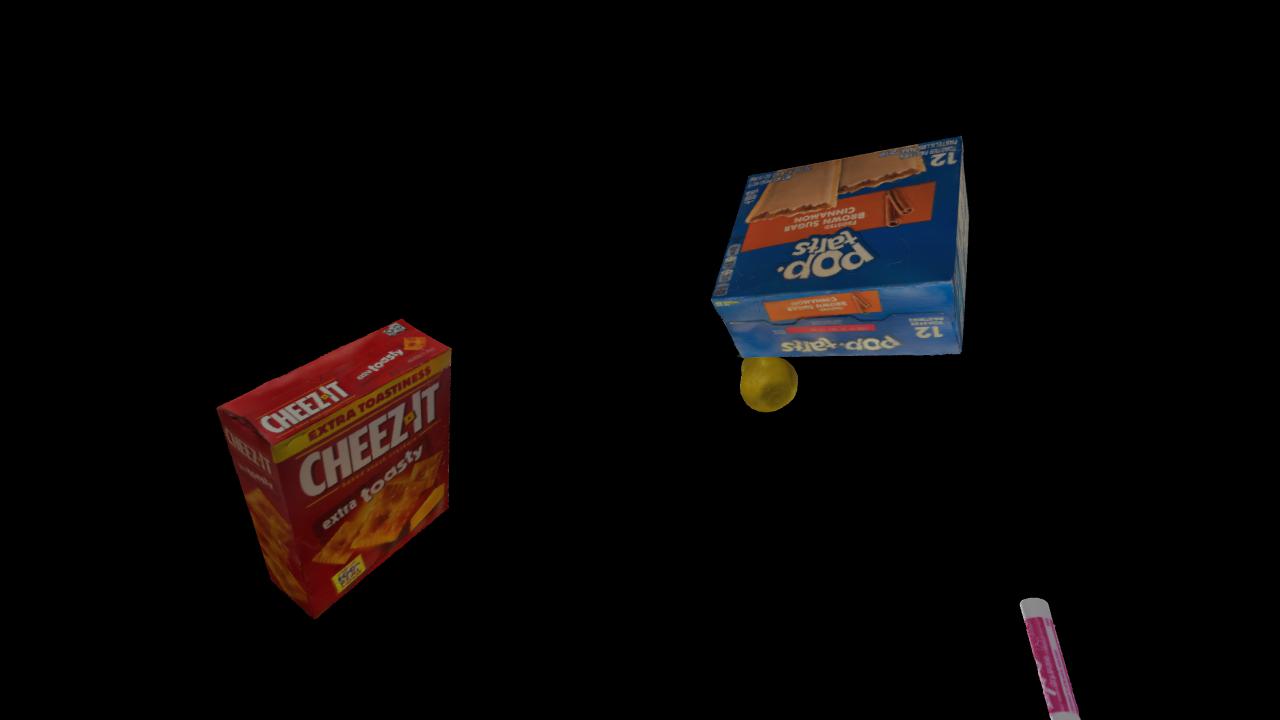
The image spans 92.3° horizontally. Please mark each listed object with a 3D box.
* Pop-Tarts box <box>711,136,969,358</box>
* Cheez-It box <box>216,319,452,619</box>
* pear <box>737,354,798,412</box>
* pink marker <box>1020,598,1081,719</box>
[{"bbox_3d":[0.158,-0.081,0.477,0.167,0.141,0.083,-1,-35,33],"label":"Pop-Tarts box"},{"bbox_3d":[-0.249,0.094,0.545,0.071,0.223,0.166,27,38,19],"label":"Cheez-It box"},{"bbox_3d":[0.170,0.019,0.849,0.080,0.080,0.111,0,37,-11],"label":"pear"},{"bbox_3d":[0.287,0.225,0.423,0.020,0.020,0.121,0,43,15],"label":"pink marker"}]
